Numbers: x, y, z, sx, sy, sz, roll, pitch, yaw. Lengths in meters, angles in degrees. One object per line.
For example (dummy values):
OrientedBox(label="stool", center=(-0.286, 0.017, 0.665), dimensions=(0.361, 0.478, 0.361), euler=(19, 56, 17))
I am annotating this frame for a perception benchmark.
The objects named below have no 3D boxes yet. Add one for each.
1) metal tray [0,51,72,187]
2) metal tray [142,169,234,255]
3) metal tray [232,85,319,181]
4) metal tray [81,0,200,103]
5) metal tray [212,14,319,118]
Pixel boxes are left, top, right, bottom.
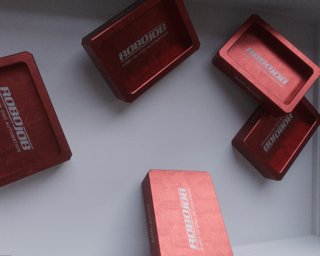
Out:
OrientedBox(label="metal tray", center=(-0.165, -0.010, 0.346), dimensions=(0.091, 0.030, 0.129), euler=(-22, 98, -19))
OrientedBox(label="metal tray", center=(0.031, 0.115, 0.381), dimensions=(0.091, 0.030, 0.130), euler=(5, 50, -20))
OrientedBox(label="metal tray", center=(0.182, 0.004, 0.477), dimensions=(0.090, 0.030, 0.130), euler=(44, 76, -15))
OrientedBox(label="metal tray", center=(-0.018, -0.105, 0.385), dimensions=(0.130, 0.030, 0.090), euler=(-41, 125, -16))
OrientedBox(label="metal tray", center=(0.153, -0.089, 0.446), dimensions=(0.130, 0.030, 0.090), euler=(41, 76, 1))
